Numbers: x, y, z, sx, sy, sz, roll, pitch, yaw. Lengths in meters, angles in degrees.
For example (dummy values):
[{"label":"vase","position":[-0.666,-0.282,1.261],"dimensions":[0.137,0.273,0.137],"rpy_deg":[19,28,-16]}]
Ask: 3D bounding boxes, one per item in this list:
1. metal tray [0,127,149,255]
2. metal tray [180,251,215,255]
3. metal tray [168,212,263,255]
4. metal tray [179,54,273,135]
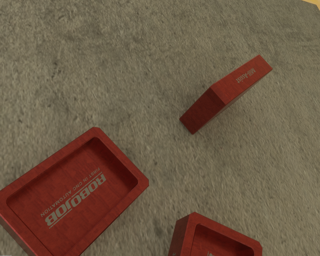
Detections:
[{"label":"metal tray","position":[-0.085,0.068,0.314],"dimensions":[0.090,0.030,0.131],"rpy_deg":[46,51,4]},{"label":"metal tray","position":[0.078,0.193,0.327],"dimensions":[0.131,0.030,0.090],"rpy_deg":[22,53,-15]},{"label":"metal tray","position":[0.047,0.158,0.291],"dimensions":[0.090,0.030,0.130],"rpy_deg":[28,52,-11]},{"label":"metal tray","position":[0.095,-0.049,0.445],"dimensions":[0.131,0.090,0.030],"rpy_deg":[-34,82,-38]}]
